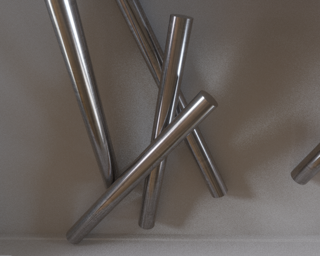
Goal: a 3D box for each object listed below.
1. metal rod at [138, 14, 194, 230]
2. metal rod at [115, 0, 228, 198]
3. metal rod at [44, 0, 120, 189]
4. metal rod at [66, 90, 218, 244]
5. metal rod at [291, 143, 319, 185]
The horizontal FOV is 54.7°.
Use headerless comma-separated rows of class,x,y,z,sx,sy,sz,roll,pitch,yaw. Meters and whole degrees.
metal rod,0.001,0.012,0.395,0.025,0.025,0.298,8,117,-3
metal rod,0.021,-0.033,0.398,0.025,0.025,0.299,-25,109,8
metal rod,-0.076,-0.025,0.337,0.025,0.025,0.298,-4,135,1
metal rod,-0.038,0.066,0.400,0.025,0.025,0.299,37,117,-13
metal rod,0.237,-0.029,0.337,0.025,0.025,0.298,16,134,-6
